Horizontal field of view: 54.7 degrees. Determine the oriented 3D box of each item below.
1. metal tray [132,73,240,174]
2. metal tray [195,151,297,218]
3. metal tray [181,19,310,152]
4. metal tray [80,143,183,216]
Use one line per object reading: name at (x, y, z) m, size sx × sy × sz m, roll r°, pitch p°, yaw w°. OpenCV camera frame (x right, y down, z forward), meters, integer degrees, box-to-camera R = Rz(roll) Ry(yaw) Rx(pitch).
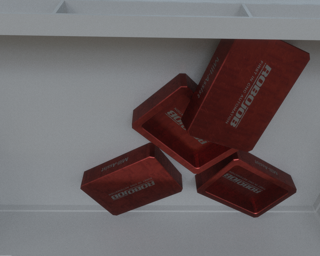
metal tray at (0.040, 0.000, 0.406) m, size 0.090 × 0.030 × 0.130 m, roll -36°, pitch 122°, yaw 26°
metal tray at (0.132, 0.087, 0.481) m, size 0.131 × 0.030 × 0.090 m, roll 27°, pitch 125°, yaw -22°
metal tray at (0.092, -0.042, 0.346) m, size 0.091 × 0.030 × 0.129 m, roll 16°, pitch 114°, yaw -21°
metal tray at (-0.043, 0.082, 0.475) m, size 0.130 × 0.030 × 0.090 m, roll -25°, pitch 126°, yaw 19°
